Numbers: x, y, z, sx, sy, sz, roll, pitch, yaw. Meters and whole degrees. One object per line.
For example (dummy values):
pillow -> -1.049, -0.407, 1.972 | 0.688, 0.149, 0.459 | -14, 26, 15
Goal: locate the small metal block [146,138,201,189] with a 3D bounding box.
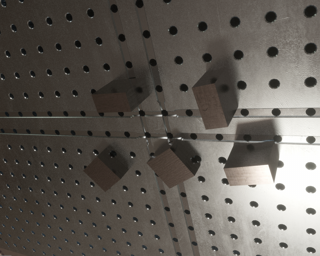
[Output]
small metal block -> 0.019, 0.050, 0.431 | 0.050, 0.025, 0.050 | 49, 128, -7

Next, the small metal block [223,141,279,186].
small metal block -> 0.108, 0.041, 0.363 | 0.050, 0.050, 0.025 | -10, 113, 32

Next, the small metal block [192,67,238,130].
small metal block -> 0.062, -0.033, 0.341 | 0.025, 0.050, 0.050 | -8, 115, 31

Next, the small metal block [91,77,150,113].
small metal block -> -0.049, -0.042, 0.393 | 0.050, 0.050, 0.025 | 0, 118, 28

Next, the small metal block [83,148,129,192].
small metal block -> -0.087, 0.068, 0.497 | 0.050, 0.025, 0.050 | 45, 129, -4
